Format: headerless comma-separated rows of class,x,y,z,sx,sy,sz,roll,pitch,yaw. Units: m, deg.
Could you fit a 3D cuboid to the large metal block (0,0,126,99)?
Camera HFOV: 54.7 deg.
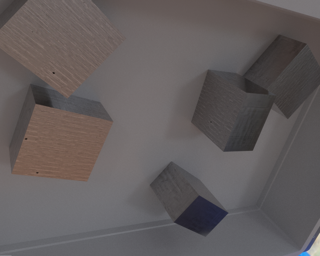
large metal block,-0.094,-0.089,0.287,0.080,0.050,0.080,-45,130,3

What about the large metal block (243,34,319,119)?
large metal block,0.179,-0.073,0.448,0.080,0.050,0.080,-50,129,7

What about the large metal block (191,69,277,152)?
large metal block,0.094,-0.024,0.411,0.050,0.080,0.079,1,118,-29

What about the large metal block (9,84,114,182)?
large metal block,-0.109,0.008,0.338,0.081,0.050,0.080,14,111,-34

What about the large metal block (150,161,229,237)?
large metal block,0.043,0.106,0.464,0.050,0.080,0.080,-48,129,6
